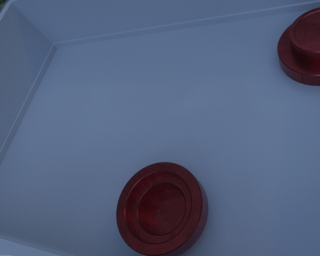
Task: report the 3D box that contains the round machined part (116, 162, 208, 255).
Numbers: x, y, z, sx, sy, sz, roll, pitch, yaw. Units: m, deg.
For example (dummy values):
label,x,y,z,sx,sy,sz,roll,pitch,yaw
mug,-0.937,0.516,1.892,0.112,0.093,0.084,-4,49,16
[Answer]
label,x,y,z,sx,sy,sz,roll,pitch,yaw
round machined part,0.006,0.090,0.337,0.098,0.042,0.098,-13,56,21

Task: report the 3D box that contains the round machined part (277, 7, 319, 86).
label,x,y,z,sx,sy,sz,roll,pitch,yaw
round machined part,0.188,-0.101,0.358,0.098,0.042,0.098,-13,56,21
